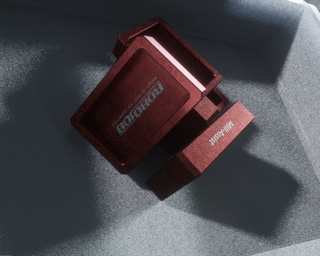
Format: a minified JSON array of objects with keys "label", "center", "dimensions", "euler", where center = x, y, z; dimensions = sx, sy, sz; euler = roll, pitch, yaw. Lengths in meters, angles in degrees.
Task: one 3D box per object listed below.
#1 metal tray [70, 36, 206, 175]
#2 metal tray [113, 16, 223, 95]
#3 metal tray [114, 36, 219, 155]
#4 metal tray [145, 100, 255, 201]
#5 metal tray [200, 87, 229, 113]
[{"label":"metal tray","center":[-0.026,-0.023,0.339],"dimensions":[0.090,0.130,0.030],"euler":[45,20,2]},{"label":"metal tray","center":[0.012,-0.085,0.422],"dimensions":[0.130,0.030,0.090],"euler":[45,51,3]},{"label":"metal tray","center":[-0.003,-0.037,0.383],"dimensions":[0.130,0.090,0.030],"euler":[45,51,2]},{"label":"metal tray","center":[0.049,0.026,0.374],"dimensions":[0.030,0.090,0.131],"euler":[49,51,5]},{"label":"metal tray","center":[0.028,-0.057,0.453],"dimensions":[0.130,0.030,0.091],"euler":[46,52,5]}]
